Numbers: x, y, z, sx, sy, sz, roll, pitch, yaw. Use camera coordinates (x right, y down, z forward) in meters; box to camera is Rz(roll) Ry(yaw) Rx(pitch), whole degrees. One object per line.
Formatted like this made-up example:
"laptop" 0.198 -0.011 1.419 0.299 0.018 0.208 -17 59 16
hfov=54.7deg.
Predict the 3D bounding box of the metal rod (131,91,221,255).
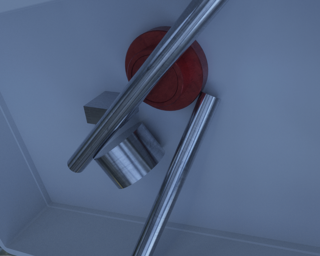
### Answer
"metal rod" 0.004 0.098 0.385 0.025 0.025 0.298 25 102 13

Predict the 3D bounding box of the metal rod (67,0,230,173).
"metal rod" -0.028 -0.038 0.338 0.025 0.025 0.299 43 124 -2

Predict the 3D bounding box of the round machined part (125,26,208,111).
"round machined part" 0.002 -0.063 0.357 0.098 0.042 0.097 13 124 20

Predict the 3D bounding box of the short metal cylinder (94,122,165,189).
"short metal cylinder" -0.040 0.036 0.415 0.080 0.080 0.050 -30 102 37

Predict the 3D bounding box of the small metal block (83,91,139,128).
"small metal block" -0.063 -0.026 0.408 0.050 0.050 0.025 9 122 23
